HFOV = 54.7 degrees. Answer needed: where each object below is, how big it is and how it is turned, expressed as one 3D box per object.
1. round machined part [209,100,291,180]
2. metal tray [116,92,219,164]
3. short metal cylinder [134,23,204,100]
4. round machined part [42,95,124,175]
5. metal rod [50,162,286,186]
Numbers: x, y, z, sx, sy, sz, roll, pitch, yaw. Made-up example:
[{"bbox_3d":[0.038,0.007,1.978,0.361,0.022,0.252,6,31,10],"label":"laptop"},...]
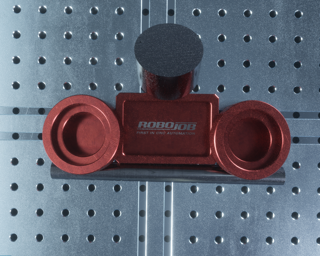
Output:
[{"bbox_3d":[0.111,0.015,0.397,0.099,0.042,0.097,0,88,-8],"label":"round machined part"},{"bbox_3d":[0.009,0.000,0.406,0.131,0.030,0.089,1,91,-1],"label":"metal tray"},{"bbox_3d":[0.010,-0.081,0.382,0.081,0.050,0.080,0,64,0],"label":"short metal cylinder"},{"bbox_3d":[-0.094,0.009,0.395,0.099,0.042,0.097,0,87,8],"label":"round machined part"},{"bbox_3d":[0.011,0.059,0.409,0.302,0.025,0.025,2,90,0],"label":"metal rod"}]
